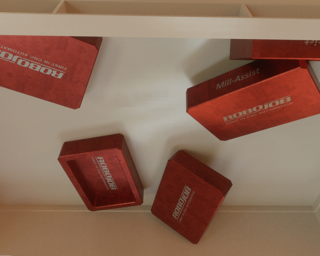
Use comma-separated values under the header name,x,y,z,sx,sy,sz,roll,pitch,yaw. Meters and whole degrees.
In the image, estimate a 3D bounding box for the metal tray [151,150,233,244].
name,x,y,z,sx,sy,sz,roll,pitch,yaw
metal tray,0.042,0.106,0.465,0.090,0.030,0.129,32,131,19

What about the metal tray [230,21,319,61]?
name,x,y,z,sx,sy,sz,roll,pitch,yaw
metal tray,0.142,-0.080,0.298,0.131,0.090,0.030,1,102,-1

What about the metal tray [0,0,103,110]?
name,x,y,z,sx,sy,sz,roll,pitch,yaw
metal tray,-0.139,-0.080,0.336,0.131,0.030,0.089,18,128,-15

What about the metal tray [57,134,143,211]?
name,x,y,z,sx,sy,sz,roll,pitch,yaw
metal tray,-0.083,0.071,0.465,0.090,0.030,0.129,-9,130,7

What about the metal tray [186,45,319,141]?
name,x,y,z,sx,sy,sz,roll,pitch,yaw
metal tray,0.106,-0.031,0.349,0.130,0.030,0.090,-20,143,32
